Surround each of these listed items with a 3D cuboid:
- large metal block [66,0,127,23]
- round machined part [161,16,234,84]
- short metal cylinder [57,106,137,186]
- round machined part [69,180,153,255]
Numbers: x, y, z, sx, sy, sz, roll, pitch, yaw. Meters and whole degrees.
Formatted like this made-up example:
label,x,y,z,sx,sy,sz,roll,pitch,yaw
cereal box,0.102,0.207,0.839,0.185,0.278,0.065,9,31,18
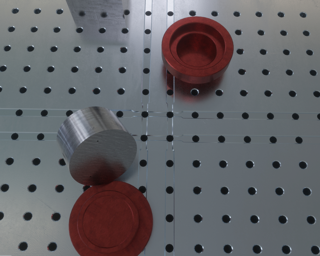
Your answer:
label,x,y,z,sx,sy,sz,roll,pitch,yaw
large metal block,-0.093,-0.211,0.475,0.080,0.050,0.080,2,70,1
round machined part,0.051,-0.106,0.442,0.099,0.042,0.098,0,70,0
short metal cylinder,-0.075,0.021,0.367,0.080,0.080,0.050,-32,46,-11
round machined part,-0.057,0.110,0.362,0.099,0.042,0.098,0,70,0
